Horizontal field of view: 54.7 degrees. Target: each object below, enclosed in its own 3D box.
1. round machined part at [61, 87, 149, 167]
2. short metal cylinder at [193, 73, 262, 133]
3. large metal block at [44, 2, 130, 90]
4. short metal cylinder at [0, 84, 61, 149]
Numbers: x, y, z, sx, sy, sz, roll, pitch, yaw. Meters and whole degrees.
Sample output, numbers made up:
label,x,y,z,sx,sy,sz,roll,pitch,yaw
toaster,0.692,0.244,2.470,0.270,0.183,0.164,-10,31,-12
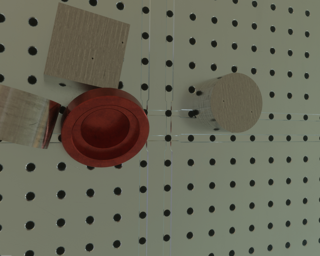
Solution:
label,x,y,z,sx,sy,sz,roll,pitch,yaw
round machined part,-0.065,-0.004,0.364,0.099,0.042,0.097,-9,126,-13
short metal cylinder,0.094,-0.034,0.434,0.081,0.050,0.080,0,90,-20
large metal block,-0.087,-0.089,0.367,0.081,0.050,0.080,12,86,-20
short metal cylinder,-0.152,-0.012,0.327,0.081,0.080,0.050,17,85,-19
